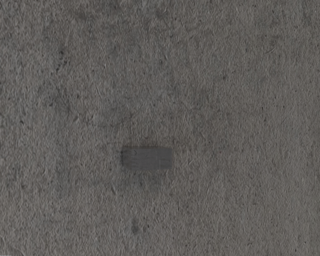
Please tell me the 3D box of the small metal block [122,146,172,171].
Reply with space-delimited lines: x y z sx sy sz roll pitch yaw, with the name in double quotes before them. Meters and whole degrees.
"small metal block" -0.018 0.037 0.389 0.050 0.050 0.025 0 90 -20
